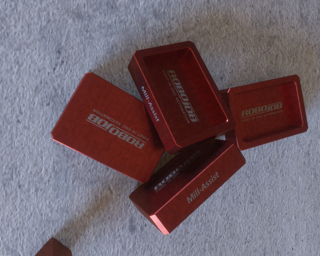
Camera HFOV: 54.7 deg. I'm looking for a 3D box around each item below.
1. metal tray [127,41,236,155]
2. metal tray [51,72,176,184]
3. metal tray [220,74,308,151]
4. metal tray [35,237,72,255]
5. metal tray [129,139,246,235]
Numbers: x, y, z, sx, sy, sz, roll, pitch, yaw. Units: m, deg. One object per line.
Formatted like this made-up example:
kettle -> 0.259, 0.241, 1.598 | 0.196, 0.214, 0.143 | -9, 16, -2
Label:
metal tray -> 0.027, -0.042, 0.387 | 0.091, 0.030, 0.130 | -19, 76, -27
metal tray -> -0.055, 0.002, 0.387 | 0.131, 0.030, 0.090 | 30, 80, -18
metal tray -> 0.156, -0.025, 0.465 | 0.131, 0.030, 0.089 | -14, 95, -20
metal tray -> -0.126, 0.173, 0.307 | 0.030, 0.130, 0.090 | 45, 76, -15
metal tray -> 0.031, 0.064, 0.386 | 0.131, 0.090, 0.030 | -38, 105, -16
